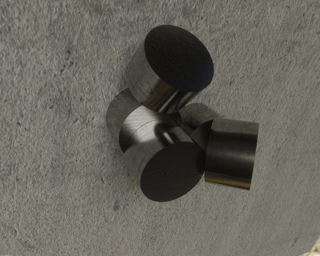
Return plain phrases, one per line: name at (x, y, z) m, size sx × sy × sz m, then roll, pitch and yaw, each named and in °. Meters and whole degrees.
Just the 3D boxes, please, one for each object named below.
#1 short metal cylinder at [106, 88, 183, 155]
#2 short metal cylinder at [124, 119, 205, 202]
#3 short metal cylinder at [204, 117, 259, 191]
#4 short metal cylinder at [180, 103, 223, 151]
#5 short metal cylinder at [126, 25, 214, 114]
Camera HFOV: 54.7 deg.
short metal cylinder at (-0.020, -0.006, 0.379) m, size 0.081 × 0.050 × 0.079 m, roll -14°, pitch 125°, yaw -21°
short metal cylinder at (0.005, 0.037, 0.354) m, size 0.081 × 0.050 × 0.079 m, roll -14°, pitch 125°, yaw -21°
short metal cylinder at (0.085, 0.030, 0.366) m, size 0.050 × 0.080 × 0.079 m, roll 8°, pitch 124°, yaw 16°
short metal cylinder at (0.055, 0.011, 0.430) m, size 0.081 × 0.050 × 0.079 m, roll -14°, pitch 125°, yaw -21°
short metal cylinder at (0.010, -0.062, 0.333) m, size 0.081 × 0.080 × 0.050 m, roll 0°, pitch 157°, yaw -29°
